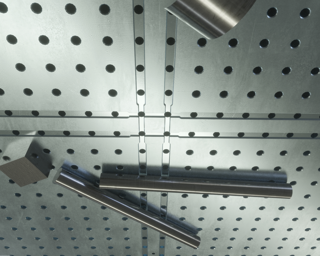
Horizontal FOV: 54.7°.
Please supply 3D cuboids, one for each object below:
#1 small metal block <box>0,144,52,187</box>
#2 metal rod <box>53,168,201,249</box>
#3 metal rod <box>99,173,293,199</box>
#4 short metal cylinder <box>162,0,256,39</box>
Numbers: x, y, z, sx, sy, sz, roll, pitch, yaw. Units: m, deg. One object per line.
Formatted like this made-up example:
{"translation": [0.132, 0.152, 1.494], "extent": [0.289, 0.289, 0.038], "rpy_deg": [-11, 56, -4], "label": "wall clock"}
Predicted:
{"translation": [-0.199, 0.056, 0.457], "extent": [0.050, 0.025, 0.050], "rpy_deg": [-20, 128, 15], "label": "small metal block"}
{"translation": [-0.043, 0.146, 0.535], "extent": [0.301, 0.025, 0.025], "rpy_deg": [34, 122, -26], "label": "metal rod"}
{"translation": [0.058, 0.092, 0.490], "extent": [0.302, 0.025, 0.025], "rpy_deg": [4, 130, -4], "label": "metal rod"}
{"translation": [0.046, -0.126, 0.269], "extent": [0.050, 0.080, 0.080], "rpy_deg": [28, 125, -23], "label": "short metal cylinder"}
